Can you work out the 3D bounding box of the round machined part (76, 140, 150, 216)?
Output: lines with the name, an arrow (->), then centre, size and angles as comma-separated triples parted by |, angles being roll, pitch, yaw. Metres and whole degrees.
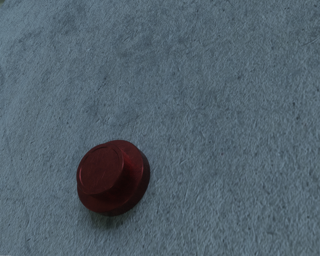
round machined part -> -0.065, 0.058, 0.393 | 0.098, 0.042, 0.098 | -13, 56, 21
